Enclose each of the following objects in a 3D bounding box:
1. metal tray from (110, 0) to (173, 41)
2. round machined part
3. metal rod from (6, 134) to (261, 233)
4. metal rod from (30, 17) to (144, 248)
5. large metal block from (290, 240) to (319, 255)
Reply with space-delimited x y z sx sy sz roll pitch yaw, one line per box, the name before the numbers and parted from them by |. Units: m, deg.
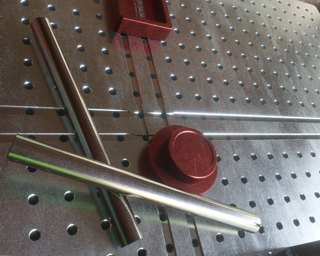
metal tray | -0.035 -0.210 0.515 0.091 0.030 0.130 4 60 -27
round machined part | 0.033 0.038 0.393 0.099 0.042 0.098 14 56 -21
metal rod | -0.005 0.070 0.337 0.302 0.025 0.025 23 53 -25
metal rod | -0.093 -0.009 0.364 0.025 0.025 0.299 -15 70 -34
large metal block | 0.233 0.172 0.396 0.081 0.080 0.050 11 57 -23
